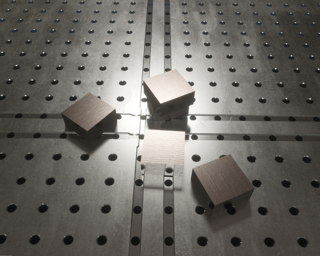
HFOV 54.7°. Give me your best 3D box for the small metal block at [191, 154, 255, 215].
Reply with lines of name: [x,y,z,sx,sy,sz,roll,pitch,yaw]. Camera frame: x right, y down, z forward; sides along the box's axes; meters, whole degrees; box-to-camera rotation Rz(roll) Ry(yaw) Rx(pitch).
small metal block: [0.070,0.064,0.355,0.050,0.025,0.050,-18,53,-15]

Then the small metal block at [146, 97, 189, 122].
small metal block: [0.010,-0.039,0.441,0.050,0.025,0.050,-10,51,-9]

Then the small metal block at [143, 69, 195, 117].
small metal block: [0.011,-0.048,0.416,0.050,0.025,0.050,-22,54,-18]

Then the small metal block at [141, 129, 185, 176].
small metal block: [0.004,0.030,0.382,0.050,0.025,0.050,3,50,2]

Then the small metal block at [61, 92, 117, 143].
small metal block: [-0.095,-0.015,0.419,0.050,0.025,0.050,31,56,23]
